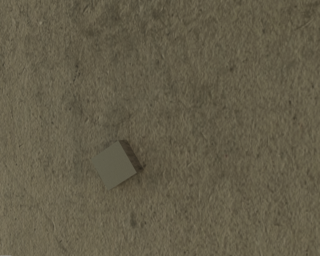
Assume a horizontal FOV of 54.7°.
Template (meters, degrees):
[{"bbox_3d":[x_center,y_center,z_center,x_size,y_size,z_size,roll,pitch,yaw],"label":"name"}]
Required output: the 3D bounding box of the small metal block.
[{"bbox_3d":[-0.059,0.051,0.429,0.050,0.025,0.050,-34,79,16],"label":"small metal block"}]
